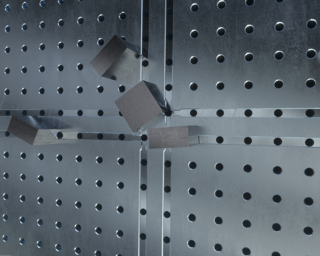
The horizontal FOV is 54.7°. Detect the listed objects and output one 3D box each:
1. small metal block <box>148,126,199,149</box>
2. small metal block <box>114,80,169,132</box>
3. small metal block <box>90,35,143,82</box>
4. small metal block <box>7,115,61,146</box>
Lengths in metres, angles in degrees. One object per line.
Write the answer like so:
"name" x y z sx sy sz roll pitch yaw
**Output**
"small metal block" 0.018 0.011 0.392 0.050 0.050 0.025 -4 89 19
"small metal block" -0.025 -0.029 0.421 0.050 0.025 0.050 -35 79 16
"small metal block" -0.058 -0.093 0.419 0.050 0.050 0.025 -44 77 14
"small metal block" -0.187 0.003 0.464 0.050 0.050 0.025 26 99 18
